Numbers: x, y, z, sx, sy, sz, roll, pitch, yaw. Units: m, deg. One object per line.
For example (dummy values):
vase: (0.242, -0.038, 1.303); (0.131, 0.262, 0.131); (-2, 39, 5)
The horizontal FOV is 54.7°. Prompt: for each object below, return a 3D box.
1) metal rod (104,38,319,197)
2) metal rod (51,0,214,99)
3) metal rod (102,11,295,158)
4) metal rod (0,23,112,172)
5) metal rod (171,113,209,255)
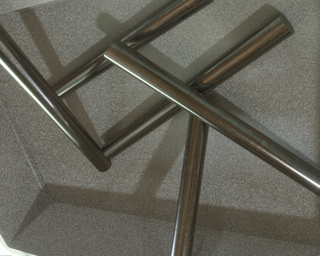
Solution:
metal rod: (0.073, -0.005, 0.341); (0.301, 0.025, 0.025); (33, 129, -3)
metal rod: (-0.067, -0.088, 0.389); (0.299, 0.025, 0.025); (-22, 106, 36)
metal rod: (0.020, -0.031, 0.378); (0.299, 0.025, 0.025); (-34, 99, 38)
metal rod: (-0.129, -0.026, 0.379); (0.025, 0.025, 0.299); (8, 148, 24)
metal rod: (0.030, 0.122, 0.376); (0.025, 0.025, 0.298); (8, 93, 24)
